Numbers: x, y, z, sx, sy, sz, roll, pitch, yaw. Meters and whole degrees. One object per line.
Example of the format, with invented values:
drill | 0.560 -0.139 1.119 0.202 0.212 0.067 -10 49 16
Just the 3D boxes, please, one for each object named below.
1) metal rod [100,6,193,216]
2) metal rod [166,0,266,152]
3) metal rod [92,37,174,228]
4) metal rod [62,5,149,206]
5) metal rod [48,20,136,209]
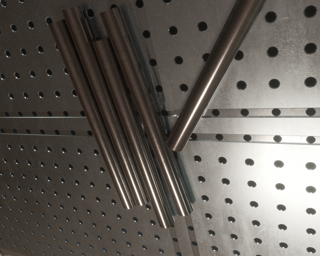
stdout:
metal rod | -0.010 -0.006 0.411 0.025 0.025 0.298 -6 116 31
metal rod | 0.070 -0.085 0.321 0.025 0.025 0.298 31 128 8
metal rod | -0.030 0.022 0.438 0.025 0.025 0.298 -4 117 29
metal rod | -0.067 -0.015 0.435 0.025 0.025 0.298 -3 117 29
metal rod | -0.090 -0.005 0.453 0.025 0.025 0.298 -3 117 29
